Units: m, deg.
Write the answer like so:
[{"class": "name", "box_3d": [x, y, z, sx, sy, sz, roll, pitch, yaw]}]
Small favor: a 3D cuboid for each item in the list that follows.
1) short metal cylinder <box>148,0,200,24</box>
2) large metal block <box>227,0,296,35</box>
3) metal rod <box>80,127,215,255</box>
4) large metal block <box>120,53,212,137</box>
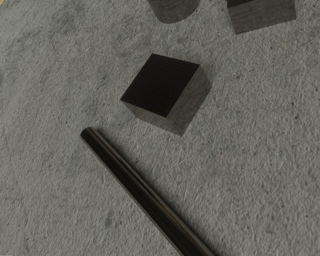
[{"class": "short metal cylinder", "box_3d": [0.020, -0.221, 0.513, 0.080, 0.050, 0.080, -13, 56, 21]}, {"class": "large metal block", "box_3d": [0.138, -0.186, 0.430, 0.080, 0.050, 0.080, -9, 58, 23]}, {"class": "metal rod", "box_3d": [-0.014, 0.084, 0.359, 0.025, 0.025, 0.300, -47, 51, -4]}, {"class": "large metal block", "box_3d": [0.009, -0.046, 0.411, 0.080, 0.050, 0.080, 23, 74, 36]}]
